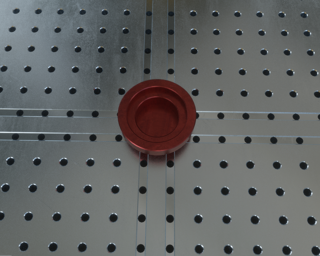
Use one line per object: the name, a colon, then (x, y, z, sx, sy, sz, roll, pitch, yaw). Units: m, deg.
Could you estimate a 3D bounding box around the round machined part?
round machined part: (-0.004, -0.011, 0.406, 0.099, 0.042, 0.098, 0, 70, 0)
